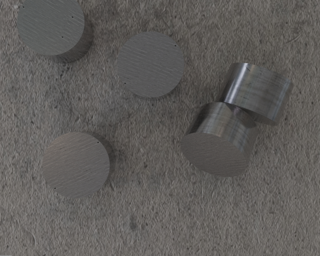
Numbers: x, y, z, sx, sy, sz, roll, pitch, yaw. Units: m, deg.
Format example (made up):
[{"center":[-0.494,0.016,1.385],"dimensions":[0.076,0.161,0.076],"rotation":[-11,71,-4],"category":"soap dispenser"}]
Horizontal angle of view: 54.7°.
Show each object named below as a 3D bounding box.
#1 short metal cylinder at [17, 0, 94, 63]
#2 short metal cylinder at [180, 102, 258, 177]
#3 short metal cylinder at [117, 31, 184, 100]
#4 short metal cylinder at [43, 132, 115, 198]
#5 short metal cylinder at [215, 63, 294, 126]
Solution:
[{"center":[-0.131,-0.127,0.396],"dimensions":[0.081,0.050,0.080],"rotation":[0,90,0],"category":"short metal cylinder"},{"center":[0.072,0.015,0.376],"dimensions":[0.080,0.080,0.050],"rotation":[31,56,0],"category":"short metal cylinder"},{"center":[-0.011,-0.077,0.397],"dimensions":[0.081,0.050,0.080],"rotation":[0,90,0],"category":"short metal cylinder"},{"center":[-0.101,0.044,0.397],"dimensions":[0.081,0.050,0.080],"rotation":[0,90,0],"category":"short metal cylinder"},{"center":[0.115,-0.041,0.383],"dimensions":[0.080,0.080,0.050],"rotation":[22,90,0],"category":"short metal cylinder"}]
